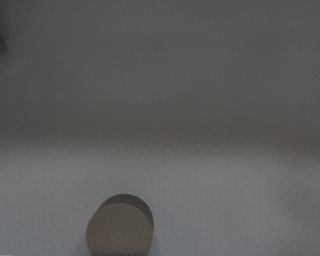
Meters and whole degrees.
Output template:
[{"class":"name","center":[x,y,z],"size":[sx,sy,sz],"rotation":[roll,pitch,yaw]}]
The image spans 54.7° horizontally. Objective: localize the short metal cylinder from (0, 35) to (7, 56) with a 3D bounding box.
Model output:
[{"class":"short metal cylinder","center":[-0.239,-0.114,0.382],"size":[0.050,0.080,0.080],"rotation":[-34,90,0]}]

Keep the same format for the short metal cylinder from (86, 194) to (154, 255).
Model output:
[{"class":"short metal cylinder","center":[-0.049,0.130,0.398],"size":[0.081,0.050,0.080],"rotation":[0,90,0]}]
